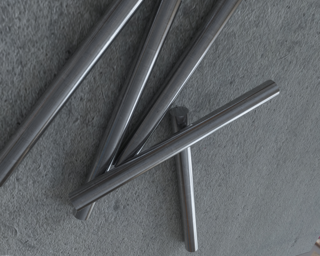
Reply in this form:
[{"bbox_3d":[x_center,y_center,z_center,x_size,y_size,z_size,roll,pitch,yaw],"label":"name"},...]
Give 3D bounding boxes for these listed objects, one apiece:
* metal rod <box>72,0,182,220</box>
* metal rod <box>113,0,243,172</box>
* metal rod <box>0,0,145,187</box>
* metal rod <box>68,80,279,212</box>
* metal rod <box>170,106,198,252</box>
[{"bbox_3d":[-0.047,-0.011,0.375,0.025,0.025,0.298,12,112,-34],"label":"metal rod"},{"bbox_3d":[0.028,-0.070,0.380,0.025,0.025,0.299,25,105,-37],"label":"metal rod"},{"bbox_3d":[-0.089,-0.058,0.323,0.025,0.025,0.299,33,99,-39],"label":"metal rod"},{"bbox_3d":[0.026,0.017,0.399,0.302,0.025,0.025,-29,129,-10],"label":"metal rod"},{"bbox_3d":[0.042,0.099,0.493,0.025,0.025,0.298,-20,126,-17],"label":"metal rod"}]
